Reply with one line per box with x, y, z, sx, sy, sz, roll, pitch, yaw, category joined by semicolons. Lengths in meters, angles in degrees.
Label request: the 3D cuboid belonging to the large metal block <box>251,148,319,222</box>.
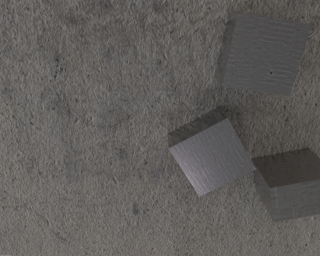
0.174;0.072;0.408;0.080;0.080;0.050;-11;110;4;large metal block

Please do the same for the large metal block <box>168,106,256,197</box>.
0.066;0.030;0.408;0.080;0.050;0.080;-29;108;10;large metal block

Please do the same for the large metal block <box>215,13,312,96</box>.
0.116;-0.088;0.365;0.081;0.050;0.079;8;110;-3;large metal block
